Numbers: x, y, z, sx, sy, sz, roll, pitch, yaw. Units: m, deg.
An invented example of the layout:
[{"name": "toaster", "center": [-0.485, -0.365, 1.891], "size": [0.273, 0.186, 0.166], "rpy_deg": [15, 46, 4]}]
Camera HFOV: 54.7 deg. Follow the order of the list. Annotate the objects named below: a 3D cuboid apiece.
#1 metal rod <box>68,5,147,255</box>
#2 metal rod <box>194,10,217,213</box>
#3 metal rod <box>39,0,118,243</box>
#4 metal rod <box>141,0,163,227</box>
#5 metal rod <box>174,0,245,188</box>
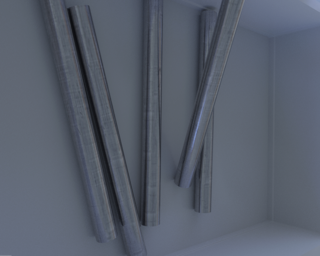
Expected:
[{"name": "metal rod", "center": [-0.058, 0.015, 0.359], "size": [0.025, 0.025, 0.298], "rpy_deg": [-20, 103, -39]}, {"name": "metal rod", "center": [0.069, -0.025, 0.466], "size": [0.025, 0.025, 0.298], "rpy_deg": [3, 88, -40]}, {"name": "metal rod", "center": [-0.088, -0.019, 0.333], "size": [0.025, 0.025, 0.298], "rpy_deg": [-18, 102, -39]}, {"name": "metal rod", "center": [-0.010, -0.026, 0.399], "size": [0.025, 0.025, 0.298], "rpy_deg": [1, 89, -40]}, {"name": "metal rod", "center": [0.062, -0.056, 0.382], "size": [0.025, 0.025, 0.298], "rpy_deg": [-8, 120, -40]}]
